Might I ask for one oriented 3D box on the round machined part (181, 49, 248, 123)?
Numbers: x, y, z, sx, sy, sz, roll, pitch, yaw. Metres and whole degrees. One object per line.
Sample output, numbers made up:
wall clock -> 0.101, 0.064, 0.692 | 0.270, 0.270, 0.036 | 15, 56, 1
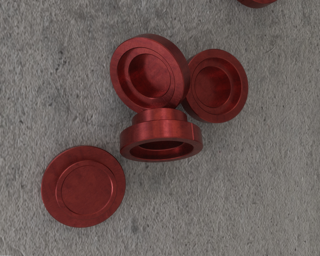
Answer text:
round machined part -> 0.068, -0.055, 0.424 | 0.099, 0.042, 0.097 | 0, 90, -21

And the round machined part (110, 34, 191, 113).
round machined part -> -0.008, -0.066, 0.377 | 0.098, 0.098, 0.042 | 58, 38, -11

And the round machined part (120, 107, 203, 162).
round machined part -> 0.001, 0.008, 0.375 | 0.099, 0.098, 0.042 | 4, 67, -20

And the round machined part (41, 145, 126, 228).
round machined part -> -0.089, 0.070, 0.367 | 0.099, 0.042, 0.097 | 0, 90, -20

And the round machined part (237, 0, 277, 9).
round machined part -> 0.134, -0.222, 0.449 | 0.099, 0.042, 0.097 | 0, 90, -20
